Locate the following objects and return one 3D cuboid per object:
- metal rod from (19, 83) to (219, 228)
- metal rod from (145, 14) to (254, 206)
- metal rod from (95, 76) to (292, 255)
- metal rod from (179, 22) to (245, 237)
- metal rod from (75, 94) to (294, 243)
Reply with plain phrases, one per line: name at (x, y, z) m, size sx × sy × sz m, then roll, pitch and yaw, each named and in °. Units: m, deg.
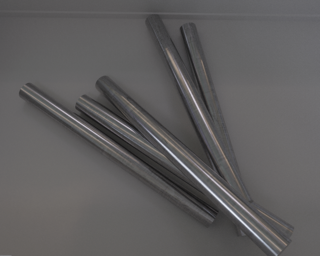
metal rod at (-0.060, 0.029, 0.398) m, size 0.301 × 0.025 × 0.025 m, roll 33°, pitch 73°, yaw 11°
metal rod at (0.038, -0.041, 0.397) m, size 0.025 × 0.025 × 0.299 m, roll -18°, pitch 61°, yaw -7°
metal rod at (0.014, 0.023, 0.353) m, size 0.025 × 0.025 × 0.300 m, roll -39°, pitch 57°, yaw -13°
metal rod at (0.072, -0.012, 0.414) m, size 0.025 × 0.025 × 0.299 m, roll -11°, pitch 70°, yaw -4°
metal rod at (0.016, 0.041, 0.378) m, size 0.300 × 0.025 × 0.025 m, roll 32°, pitch 73°, yaw 17°
